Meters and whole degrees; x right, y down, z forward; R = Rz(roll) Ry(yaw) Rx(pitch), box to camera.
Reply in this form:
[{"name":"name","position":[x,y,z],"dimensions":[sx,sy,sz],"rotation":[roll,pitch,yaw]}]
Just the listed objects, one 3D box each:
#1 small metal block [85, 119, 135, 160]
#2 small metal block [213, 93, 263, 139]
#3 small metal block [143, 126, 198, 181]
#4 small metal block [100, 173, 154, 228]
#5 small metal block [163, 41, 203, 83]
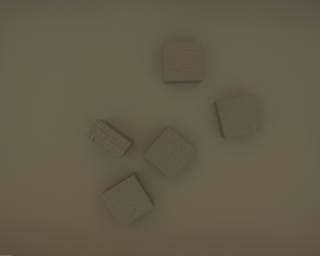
[{"name":"small metal block","position":[-0.062,0.014,0.398],"dimensions":[0.050,0.050,0.025],"rotation":[36,90,0]},{"name":"small metal block","position":[0.103,-0.016,0.412],"dimensions":[0.050,0.025,0.050],"rotation":[-13,90,0]},{"name":"small metal block","position":[0.014,0.033,0.411],"dimensions":[0.050,0.025,0.050],"rotation":[40,90,0]},{"name":"small metal block","position":[-0.042,0.095,0.411],"dimensions":[0.050,0.025,0.050],"rotation":[-32,90,0]},{"name":"small metal block","position":[0.030,-0.086,0.411],"dimensions":[0.050,0.025,0.050],"rotation":[-2,90,0]}]
